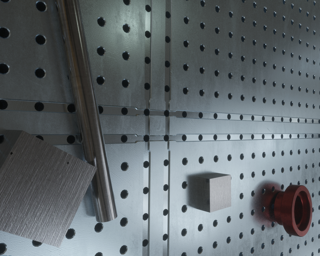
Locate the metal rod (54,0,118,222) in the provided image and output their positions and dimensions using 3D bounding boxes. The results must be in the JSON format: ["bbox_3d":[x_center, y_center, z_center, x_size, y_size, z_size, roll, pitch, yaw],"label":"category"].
[{"bbox_3d":[-0.084,-0.043,0.338,0.025,0.025,0.298,-15,100,-39],"label":"metal rod"}]

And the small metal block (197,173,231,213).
[{"bbox_3d":[0.085,0.099,0.480,0.050,0.025,0.050,-2,91,-40],"label":"small metal block"}]

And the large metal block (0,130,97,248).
[{"bbox_3d":[-0.120,0.056,0.292,0.080,0.050,0.080,35,68,-35],"label":"large metal block"}]

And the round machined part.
[{"bbox_3d":[0.262,0.161,0.614,0.099,0.042,0.097,4,83,-43],"label":"round machined part"}]
